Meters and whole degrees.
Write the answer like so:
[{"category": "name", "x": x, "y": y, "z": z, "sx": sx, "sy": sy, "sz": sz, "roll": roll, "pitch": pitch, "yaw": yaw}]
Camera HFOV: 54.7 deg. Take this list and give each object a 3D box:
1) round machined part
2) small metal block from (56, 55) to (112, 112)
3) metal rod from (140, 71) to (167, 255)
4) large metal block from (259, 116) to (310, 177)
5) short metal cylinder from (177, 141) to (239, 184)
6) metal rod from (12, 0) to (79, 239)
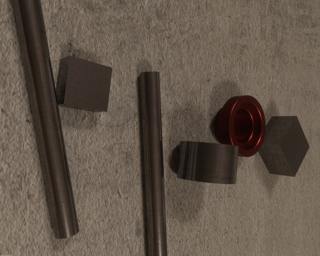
[{"category": "round machined part", "x": 0.126, "y": -0.003, "z": 0.502, "sx": 0.099, "sy": 0.042, "sz": 0.097, "roll": 0, "pitch": 90, "yaw": -40}, {"category": "small metal block", "x": -0.083, "y": -0.046, "z": 0.337, "sx": 0.050, "sy": 0.025, "sz": 0.050, "roll": 10, "pitch": 84, "yaw": -40}, {"category": "metal rod", "x": -0.007, "y": 0.078, "z": 0.401, "sx": 0.025, "sy": 0.025, "sz": 0.298, "roll": -4, "pitch": 93, "yaw": -40}, {"category": "large metal block", "x": 0.233, "y": 0.033, "z": 0.588, "sx": 0.080, "sy": 0.050, "sz": 0.080, "roll": -49, "pitch": 119, "yaw": -29}, {"category": "short metal cylinder", "x": 0.066, "y": 0.047, "z": 0.427, "sx": 0.081, "sy": 0.080, "sz": 0.050, "roll": 9, "pitch": 84, "yaw": -40}, {"category": "metal rod", "x": -0.117, "y": -0.037, "z": 0.307, "sx": 0.025, "sy": 0.025, "sz": 0.298, "roll": -13, "pitch": 98, "yaw": -40}]
